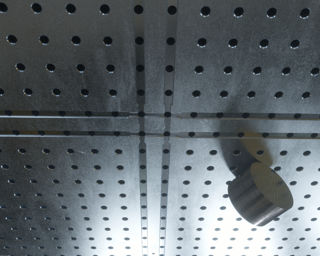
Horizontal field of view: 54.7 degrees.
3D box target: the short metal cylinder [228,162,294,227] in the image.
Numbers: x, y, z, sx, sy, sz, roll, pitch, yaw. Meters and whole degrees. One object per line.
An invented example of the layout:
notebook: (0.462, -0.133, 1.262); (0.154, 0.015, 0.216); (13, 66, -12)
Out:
short metal cylinder: (0.149, 0.098, 0.462); (0.080, 0.080, 0.050); (25, 126, -20)
